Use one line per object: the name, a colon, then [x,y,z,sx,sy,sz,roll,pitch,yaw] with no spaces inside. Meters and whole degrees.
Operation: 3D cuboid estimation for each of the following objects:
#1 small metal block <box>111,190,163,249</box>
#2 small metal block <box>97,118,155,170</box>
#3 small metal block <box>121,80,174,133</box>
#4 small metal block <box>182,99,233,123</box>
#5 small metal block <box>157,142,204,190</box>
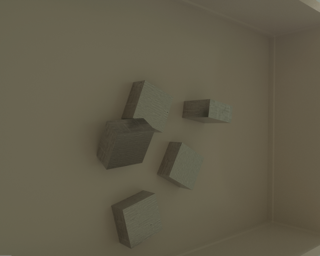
small metal block: [-0.028,0.112,0.385,0.050,0.025,0.050,-18,102,-39]
small metal block: [-0.040,0.017,0.359,0.050,0.025,0.050,-6,129,-40]
small metal block: [-0.015,-0.026,0.396,0.050,0.025,0.050,27,73,-37]
small metal block: [0.069,-0.023,0.451,0.050,0.050,0.025,11,83,-40]
small metal block: [0.030,0.053,0.434,0.050,0.025,0.050,35,68,-35]
